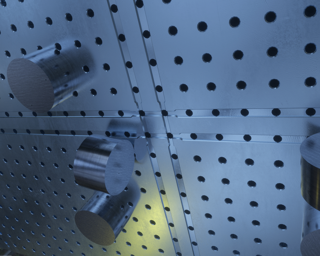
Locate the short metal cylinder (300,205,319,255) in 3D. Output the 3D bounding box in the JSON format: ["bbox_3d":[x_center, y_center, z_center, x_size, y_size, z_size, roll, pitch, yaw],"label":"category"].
[{"bbox_3d":[0.211,0.129,0.364,0.080,0.050,0.079,13,124,20],"label":"short metal cylinder"}]

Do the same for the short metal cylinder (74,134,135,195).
[{"bbox_3d":[-0.078,0.052,0.447,0.050,0.080,0.079,10,123,23],"label":"short metal cylinder"}]

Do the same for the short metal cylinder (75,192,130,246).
[{"bbox_3d":[-0.101,0.158,0.544,0.080,0.050,0.079,13,124,20],"label":"short metal cylinder"}]

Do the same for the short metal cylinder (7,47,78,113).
[{"bbox_3d":[-0.165,-0.068,0.438,0.080,0.050,0.079,13,124,20],"label":"short metal cylinder"}]

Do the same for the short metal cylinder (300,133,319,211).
[{"bbox_3d":[0.182,0.043,0.306,0.080,0.080,0.050,2,119,27],"label":"short metal cylinder"}]
